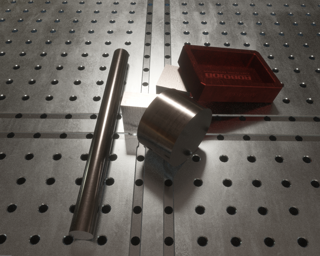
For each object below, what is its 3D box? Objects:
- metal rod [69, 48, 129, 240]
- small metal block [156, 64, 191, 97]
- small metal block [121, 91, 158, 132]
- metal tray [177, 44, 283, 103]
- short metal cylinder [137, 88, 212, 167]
[{"bbox_3d":[-0.072,-0.006,0.411,0.025,0.025,0.300,3,50,2],"label":"metal rod"},{"bbox_3d":[0.026,-0.066,0.463,0.050,0.025,0.050,14,51,11],"label":"small metal block"},{"bbox_3d":[-0.022,-0.019,0.407,0.050,0.050,0.025,5,50,4],"label":"small metal block"},{"bbox_3d":[0.101,-0.079,0.451,0.131,0.030,0.090,-1,49,-20],"label":"metal tray"},{"bbox_3d":[0.019,-0.001,0.373,0.050,0.080,0.080,34,58,25],"label":"short metal cylinder"}]
